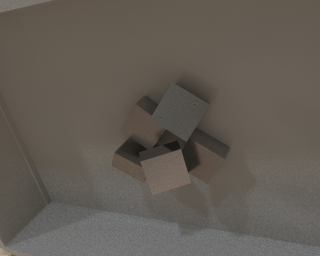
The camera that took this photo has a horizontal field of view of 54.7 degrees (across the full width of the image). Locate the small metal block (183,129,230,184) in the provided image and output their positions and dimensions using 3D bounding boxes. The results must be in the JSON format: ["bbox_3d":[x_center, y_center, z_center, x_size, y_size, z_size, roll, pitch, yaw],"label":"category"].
[{"bbox_3d":[0.054,0.037,0.399,0.050,0.025,0.050,31,128,8],"label":"small metal block"}]

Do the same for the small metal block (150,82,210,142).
[{"bbox_3d":[0.024,-0.019,0.367,0.050,0.025,0.050,32,95,6],"label":"small metal block"}]

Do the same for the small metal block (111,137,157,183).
[{"bbox_3d":[-0.031,0.041,0.429,0.050,0.050,0.025,26,127,11],"label":"small metal block"}]

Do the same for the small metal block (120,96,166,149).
[{"bbox_3d":[-0.017,-0.006,0.409,0.050,0.025,0.050,37,129,2],"label":"small metal block"}]

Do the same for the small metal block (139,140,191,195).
[{"bbox_3d":[0.006,0.049,0.386,0.050,0.025,0.050,-18,113,0],"label":"small metal block"}]
